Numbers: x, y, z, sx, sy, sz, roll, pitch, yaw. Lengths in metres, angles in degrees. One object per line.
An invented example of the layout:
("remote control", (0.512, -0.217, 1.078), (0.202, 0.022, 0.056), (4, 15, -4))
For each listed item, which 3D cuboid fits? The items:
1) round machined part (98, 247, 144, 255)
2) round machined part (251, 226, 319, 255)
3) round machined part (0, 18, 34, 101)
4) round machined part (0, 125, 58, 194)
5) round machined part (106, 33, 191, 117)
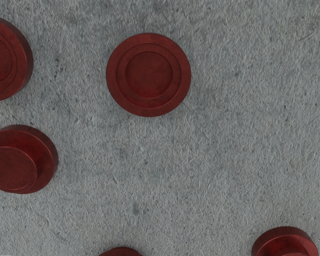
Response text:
("round machined part", (-0.060, 0.227, 0.484), (0.099, 0.042, 0.097), (0, 110, 0))
("round machined part", (0.196, 0.205, 0.478), (0.099, 0.042, 0.097), (0, 110, 0))
("round machined part", (-0.200, -0.084, 0.368), (0.099, 0.042, 0.097), (0, 110, 0))
("round machined part", (-0.193, 0.048, 0.417), (0.099, 0.042, 0.097), (0, 110, 0))
("round machined part", (-0.013, -0.066, 0.376), (0.099, 0.042, 0.097), (0, 110, 0))
